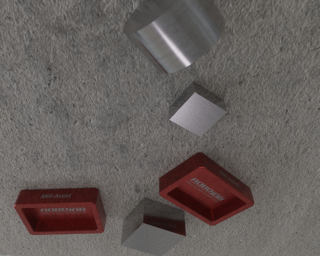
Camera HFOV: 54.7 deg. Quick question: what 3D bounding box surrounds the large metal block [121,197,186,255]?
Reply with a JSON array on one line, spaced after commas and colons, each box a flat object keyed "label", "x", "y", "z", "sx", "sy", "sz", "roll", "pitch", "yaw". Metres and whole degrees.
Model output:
[{"label": "large metal block", "x": -0.012, "y": 0.174, "z": 0.539, "sx": 0.080, "sy": 0.050, "sz": 0.080, "roll": 24, "pitch": 126, "yaw": -19}]

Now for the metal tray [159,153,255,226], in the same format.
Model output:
[{"label": "metal tray", "x": 0.074, "y": 0.101, "z": 0.490, "sx": 0.130, "sy": 0.030, "sz": 0.090, "roll": 36, "pitch": 121, "yaw": -27}]

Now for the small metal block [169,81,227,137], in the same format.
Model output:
[{"label": "small metal block", "x": 0.046, "y": -0.023, "z": 0.388, "sx": 0.050, "sy": 0.025, "sz": 0.050, "roll": 28, "pitch": 125, "yaw": -22}]

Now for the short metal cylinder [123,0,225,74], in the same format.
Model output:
[{"label": "short metal cylinder", "x": 0.013, "y": -0.097, "z": 0.289, "sx": 0.080, "sy": 0.080, "sz": 0.050, "roll": -30, "pitch": 124, "yaw": 23}]

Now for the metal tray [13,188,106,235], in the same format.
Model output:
[{"label": "metal tray", "x": -0.164, "y": 0.142, "z": 0.523, "sx": 0.131, "sy": 0.030, "sz": 0.089, "roll": -2, "pitch": 130, "yaw": 1}]
